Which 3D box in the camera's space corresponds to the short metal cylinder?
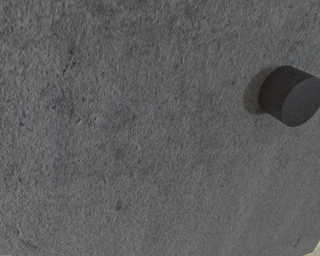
[{"bbox_3d":[0.198,-0.048,0.469,0.081,0.050,0.079,-14,124,-21],"label":"short metal cylinder"}]
